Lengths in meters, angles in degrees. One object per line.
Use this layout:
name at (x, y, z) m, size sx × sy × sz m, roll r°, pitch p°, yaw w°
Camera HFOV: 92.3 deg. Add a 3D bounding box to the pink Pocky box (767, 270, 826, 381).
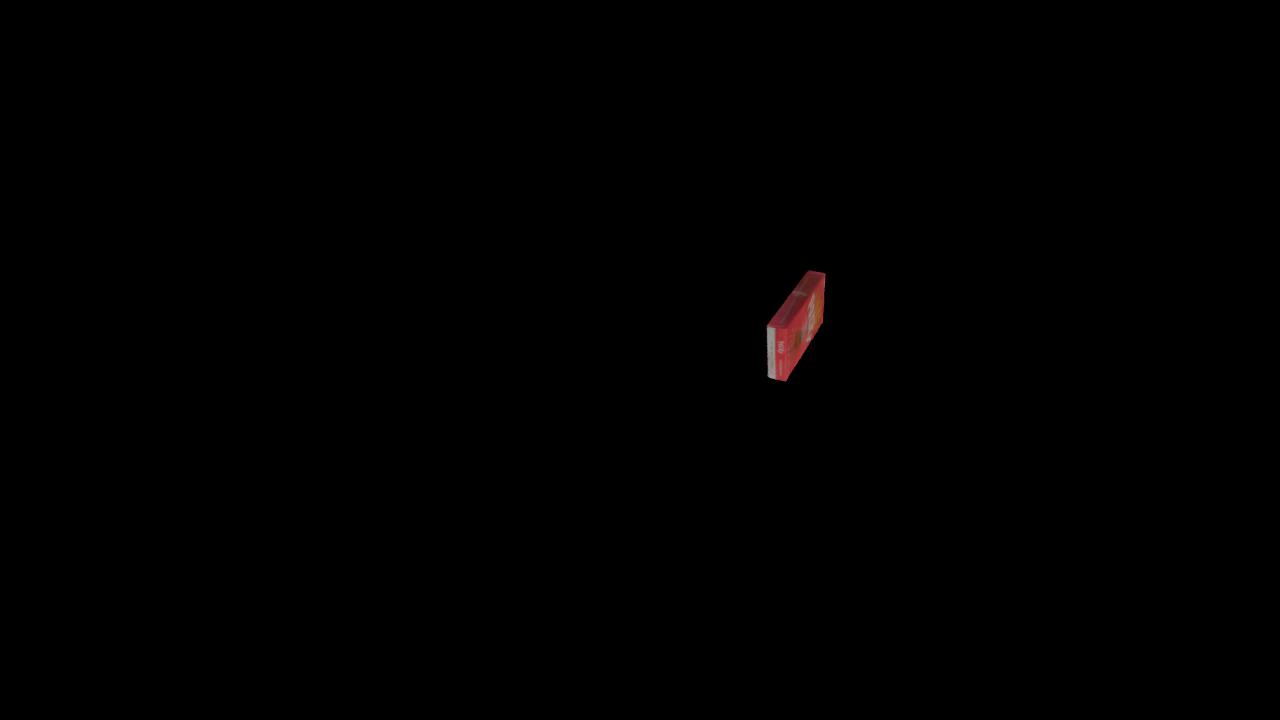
pink Pocky box at (0.212, -0.049, 0.828) m, size 0.029 × 0.084 × 0.155 m, roll 14°, pitch 41°, yaw 29°
